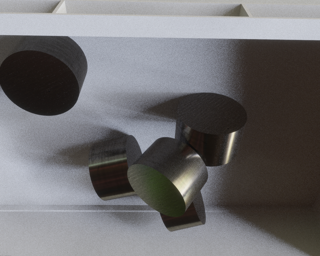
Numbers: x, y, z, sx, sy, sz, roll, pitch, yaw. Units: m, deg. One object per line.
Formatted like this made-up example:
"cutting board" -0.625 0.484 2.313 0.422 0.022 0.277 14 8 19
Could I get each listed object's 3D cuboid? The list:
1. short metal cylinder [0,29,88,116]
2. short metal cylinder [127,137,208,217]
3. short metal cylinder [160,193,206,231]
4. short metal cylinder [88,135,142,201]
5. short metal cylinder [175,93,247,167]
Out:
"short metal cylinder" -0.125 -0.060 0.340 0.081 0.050 0.079 0 130 0
"short metal cylinder" 0.009 0.057 0.365 0.080 0.050 0.079 25 139 24
"short metal cylinder" 0.033 0.110 0.468 0.050 0.080 0.080 -18 128 14
"short metal cylinder" -0.055 0.054 0.418 0.050 0.080 0.080 -13 129 10
"short metal cylinder" 0.059 0.000 0.374 0.081 0.080 0.050 1 130 -2
